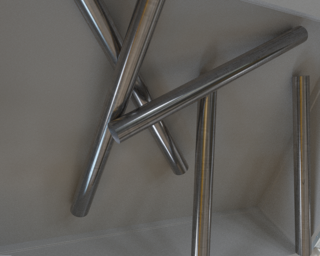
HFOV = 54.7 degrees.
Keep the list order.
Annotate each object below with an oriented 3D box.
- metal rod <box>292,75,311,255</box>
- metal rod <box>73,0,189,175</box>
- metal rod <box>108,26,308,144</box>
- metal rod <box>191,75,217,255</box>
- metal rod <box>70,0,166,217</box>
[{"bbox_3d":[0.231,0.066,0.504,0.025,0.025,0.298,-9,100,-24],"label":"metal rod"},{"bbox_3d":[-0.025,-0.042,0.368,0.025,0.025,0.299,-34,129,-6],"label":"metal rod"},{"bbox_3d":[0.074,-0.063,0.380,0.302,0.025,0.025,-29,129,-21],"label":"metal rod"},{"bbox_3d":[0.058,0.081,0.411,0.025,0.025,0.298,0,94,-29],"label":"metal rod"},{"bbox_3d":[-0.056,-0.010,0.348,0.025,0.025,0.298,5,123,-31],"label":"metal rod"}]
